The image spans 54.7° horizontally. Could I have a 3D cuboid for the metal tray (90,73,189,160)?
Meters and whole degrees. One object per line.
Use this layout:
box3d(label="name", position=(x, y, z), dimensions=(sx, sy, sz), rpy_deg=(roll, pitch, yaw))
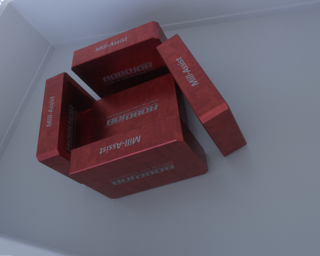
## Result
box3d(label="metal tray", position=(-0.031, -0.013, 0.422), dimensions=(0.130, 0.030, 0.090), rpy_deg=(-18, 55, 17))

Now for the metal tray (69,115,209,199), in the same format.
box3d(label="metal tray", position=(-0.022, 0.038, 0.348), dimensions=(0.130, 0.090, 0.030), rpy_deg=(-19, 55, 17))

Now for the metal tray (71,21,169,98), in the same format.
box3d(label="metal tray", position=(-0.045, -0.088, 0.437), dimensions=(0.130, 0.090, 0.030), rpy_deg=(-15, 56, 19))

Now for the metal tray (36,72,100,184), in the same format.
box3d(label="metal tray", position=(-0.118, 0.000, 0.421), dimensions=(0.030, 0.090, 0.130), rpy_deg=(-19, 54, 17))

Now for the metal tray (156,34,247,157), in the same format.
box3d(label="metal tray", position=(0.047, -0.039, 0.360), dimensions=(0.030, 0.090, 0.130), rpy_deg=(-32, 52, 8))
